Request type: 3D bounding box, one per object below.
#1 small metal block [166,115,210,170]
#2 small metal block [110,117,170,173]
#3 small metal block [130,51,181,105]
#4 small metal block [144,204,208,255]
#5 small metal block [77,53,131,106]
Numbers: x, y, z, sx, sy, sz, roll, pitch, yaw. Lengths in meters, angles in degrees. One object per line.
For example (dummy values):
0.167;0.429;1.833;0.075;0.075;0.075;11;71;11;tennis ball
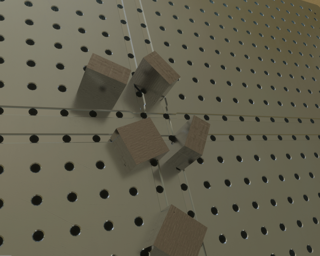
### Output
0.036;0.019;0.399;0.025;0.050;0.050;29;52;-10;small metal block
-0.025;0.020;0.382;0.050;0.025;0.050;-21;73;-36;small metal block
-0.007;-0.069;0.430;0.050;0.050;0.025;46;51;3;small metal block
0.018;0.122;0.343;0.050;0.025;0.050;34;51;-6;small metal block
-0.071;-0.059;0.390;0.050;0.050;0.025;22;54;-15;small metal block
